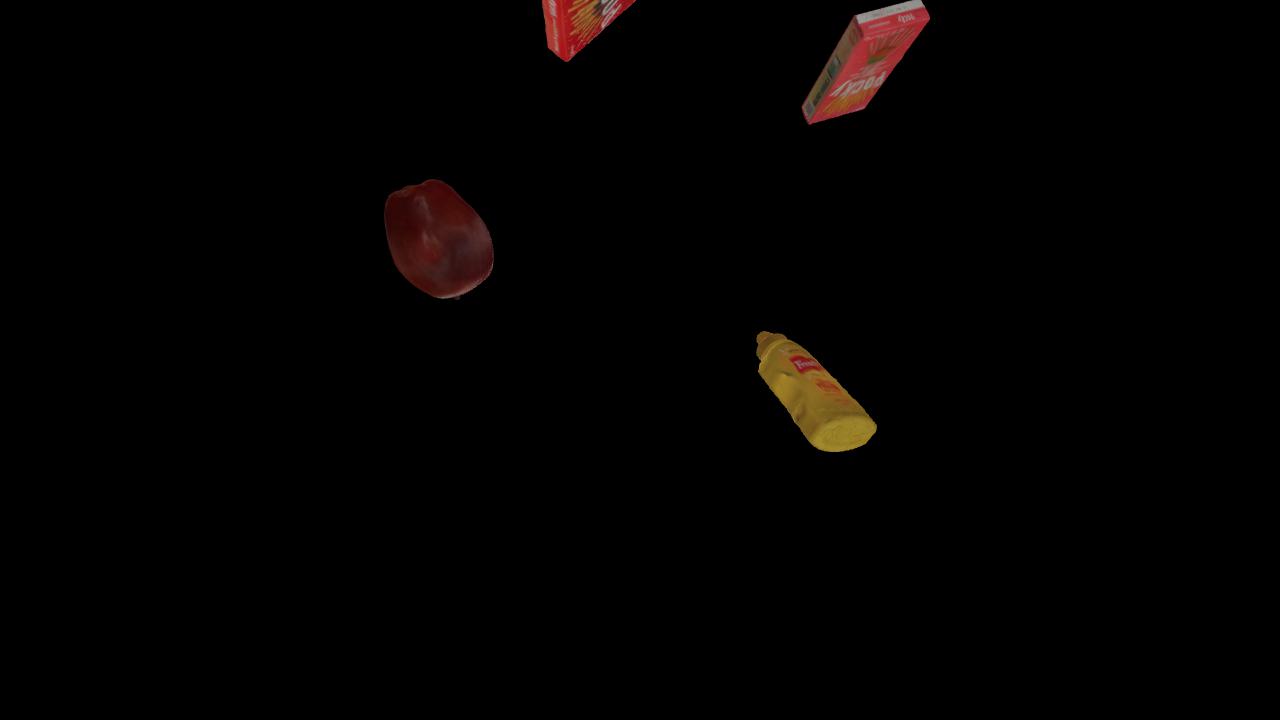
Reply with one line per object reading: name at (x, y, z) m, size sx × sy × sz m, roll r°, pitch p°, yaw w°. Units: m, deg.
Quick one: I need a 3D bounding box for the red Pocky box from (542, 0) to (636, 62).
red Pocky box at (-0.028, -0.360, 0.578) m, size 0.028 × 0.155 × 0.083 m, roll 42°, pitch -12°, yaw 6°

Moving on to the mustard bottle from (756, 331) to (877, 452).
mustard bottle at (0.187, 0.026, 0.720) m, size 0.092 × 0.054 × 0.184 m, roll 1°, pitch 38°, yaw -27°

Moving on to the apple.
apple at (-0.157, -0.092, 0.482) m, size 0.079 × 0.093 × 0.079 m, roll -14°, pitch 23°, yaw 6°

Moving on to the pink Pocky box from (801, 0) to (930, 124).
pink Pocky box at (0.253, -0.337, 0.708) m, size 0.084 × 0.029 × 0.155 m, roll -19°, pitch -11°, yaw -11°
